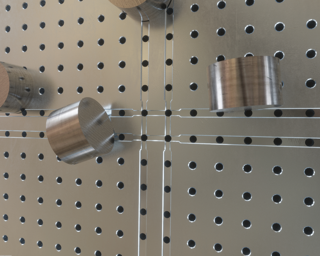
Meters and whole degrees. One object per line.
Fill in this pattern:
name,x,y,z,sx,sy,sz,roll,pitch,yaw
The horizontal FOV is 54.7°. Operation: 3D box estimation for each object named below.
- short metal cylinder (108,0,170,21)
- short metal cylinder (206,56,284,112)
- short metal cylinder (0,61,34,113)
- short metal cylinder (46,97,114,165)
short metal cylinder,-0.029,-0.189,0.409,0.080,0.050,0.079,0,90,19
short metal cylinder,0.095,-0.047,0.350,0.080,0.080,0.050,-4,89,19
short metal cylinder,-0.247,-0.063,0.484,0.080,0.050,0.079,0,90,19
short metal cylinder,-0.105,0.004,0.419,0.050,0.080,0.080,-20,84,19
